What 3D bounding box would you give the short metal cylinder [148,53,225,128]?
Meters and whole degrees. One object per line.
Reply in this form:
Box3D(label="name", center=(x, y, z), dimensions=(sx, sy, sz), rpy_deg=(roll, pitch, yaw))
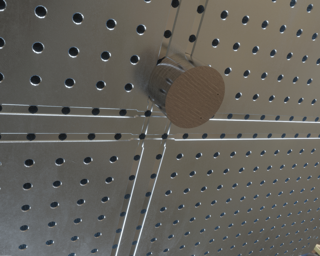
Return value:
Box3D(label="short metal cylinder", center=(0.032, -0.046, 0.383), dimensions=(0.081, 0.050, 0.080), rpy_deg=(-14, 124, -21))
